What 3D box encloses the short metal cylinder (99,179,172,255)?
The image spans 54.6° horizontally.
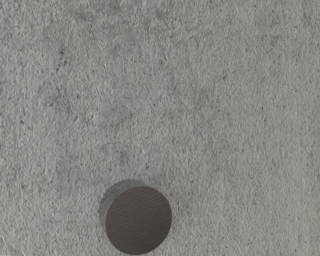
[{"bbox_3d":[-0.032,0.108,0.384,0.081,0.050,0.080,0,90,-20],"label":"short metal cylinder"}]
